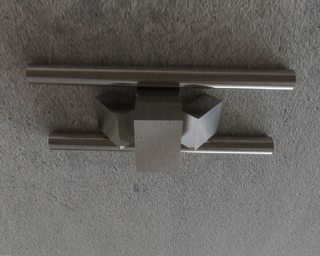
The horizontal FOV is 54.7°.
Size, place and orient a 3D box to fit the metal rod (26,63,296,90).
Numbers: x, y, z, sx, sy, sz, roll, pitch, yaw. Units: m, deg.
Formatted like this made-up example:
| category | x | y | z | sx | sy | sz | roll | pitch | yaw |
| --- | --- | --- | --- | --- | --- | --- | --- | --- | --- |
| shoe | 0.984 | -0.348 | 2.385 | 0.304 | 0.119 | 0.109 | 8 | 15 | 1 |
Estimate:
| category | x | y | z | sx | sy | sz | roll | pitch | yaw |
| --- | --- | --- | --- | --- | --- | --- | --- | --- | --- |
| metal rod | 0.003 | -0.059 | 0.358 | 0.302 | 0.025 | 0.025 | 1 | 130 | -2 |

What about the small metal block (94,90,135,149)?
| category | x | y | z | sx | sy | sz | roll | pitch | yaw |
| --- | --- | --- | --- | --- | --- | --- | --- | --- | --- |
| small metal block | -0.054 | -0.011 | 0.381 | 0.025 | 0.050 | 0.050 | -28 | 139 | -30 |

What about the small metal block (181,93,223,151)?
| category | x | y | z | sx | sy | sz | roll | pitch | yaw |
| --- | --- | --- | --- | --- | --- | --- | --- | --- | --- |
| small metal block | 0.050 | -0.008 | 0.385 | 0.025 | 0.050 | 0.050 | 30 | 138 | 30 |

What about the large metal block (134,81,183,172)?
| category | x | y | z | sx | sy | sz | roll | pitch | yaw |
| --- | --- | --- | --- | --- | --- | --- | --- | --- | --- |
| large metal block | -0.002 | -0.003 | 0.373 | 0.050 | 0.080 | 0.079 | 1 | 130 | -1 |

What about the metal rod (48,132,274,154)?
| category | x | y | z | sx | sy | sz | roll | pitch | yaw |
| --- | --- | --- | --- | --- | --- | --- | --- | --- | --- |
| metal rod | 0.003 | 0.021 | 0.427 | 0.302 | 0.025 | 0.025 | 1 | 130 | -2 |
